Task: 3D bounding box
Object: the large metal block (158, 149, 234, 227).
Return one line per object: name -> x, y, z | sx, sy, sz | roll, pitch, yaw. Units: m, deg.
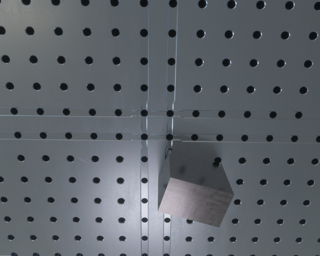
large metal block -> 0.043, 0.077, 0.413 | 0.080, 0.080, 0.050 | 16, 109, -6
